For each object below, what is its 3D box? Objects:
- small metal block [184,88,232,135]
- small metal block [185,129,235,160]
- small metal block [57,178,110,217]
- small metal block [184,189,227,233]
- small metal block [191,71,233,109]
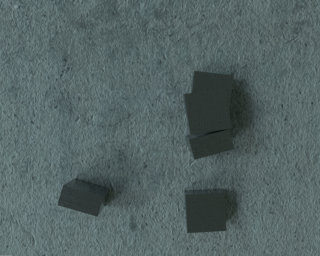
[{"bbox_3d":[0.058,-0.021,0.386,0.050,0.025,0.050,-9,93,1],"label":"small metal block"},{"bbox_3d":[0.062,0.018,0.397,0.050,0.050,0.025,-15,93,0],"label":"small metal block"},{"bbox_3d":[-0.096,0.088,0.397,0.050,0.050,0.025,16,90,0],"label":"small metal block"},{"bbox_3d":[0.059,0.109,0.410,0.050,0.025,0.050,-3,90,0],"label":"small metal block"},{"bbox_3d":[0.067,-0.046,0.410,0.050,0.025,0.050,7,90,0],"label":"small metal block"}]
